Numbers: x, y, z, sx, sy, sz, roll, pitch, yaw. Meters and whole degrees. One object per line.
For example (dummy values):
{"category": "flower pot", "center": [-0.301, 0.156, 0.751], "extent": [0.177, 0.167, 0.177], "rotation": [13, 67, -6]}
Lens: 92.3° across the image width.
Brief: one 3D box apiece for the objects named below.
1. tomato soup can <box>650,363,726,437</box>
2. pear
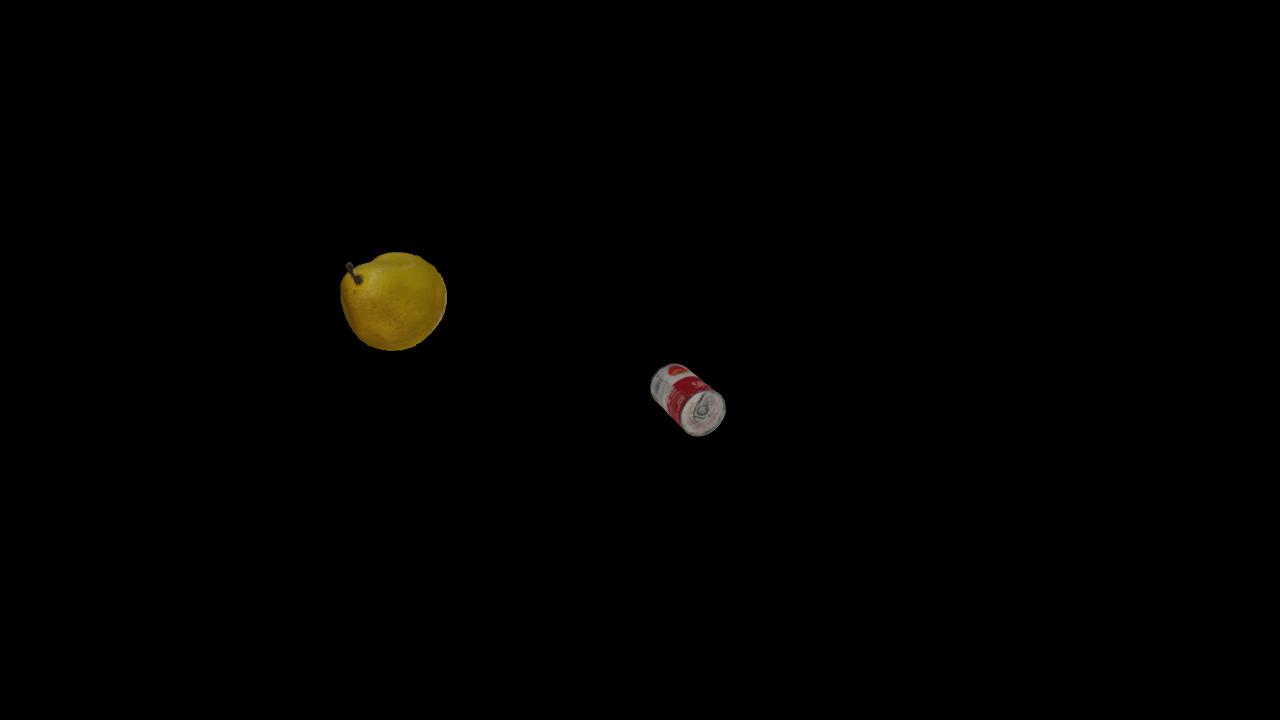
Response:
{"category": "tomato soup can", "center": [0.063, 0.053, 0.844], "extent": [0.068, 0.068, 0.101], "rotation": [0, 21, -25]}
{"category": "pear", "center": [-0.195, -0.046, 0.463], "extent": [0.080, 0.080, 0.111], "rotation": [0, 1, 7]}
